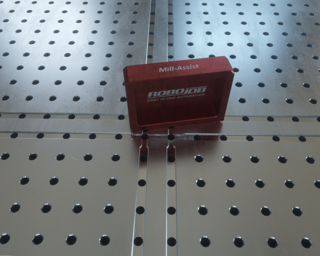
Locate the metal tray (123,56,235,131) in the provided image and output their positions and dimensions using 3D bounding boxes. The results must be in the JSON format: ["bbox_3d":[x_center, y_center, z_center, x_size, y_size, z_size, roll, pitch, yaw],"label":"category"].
[{"bbox_3d":[0.022,-0.042,0.401,0.131,0.090,0.030,-7,51,-6],"label":"metal tray"}]
